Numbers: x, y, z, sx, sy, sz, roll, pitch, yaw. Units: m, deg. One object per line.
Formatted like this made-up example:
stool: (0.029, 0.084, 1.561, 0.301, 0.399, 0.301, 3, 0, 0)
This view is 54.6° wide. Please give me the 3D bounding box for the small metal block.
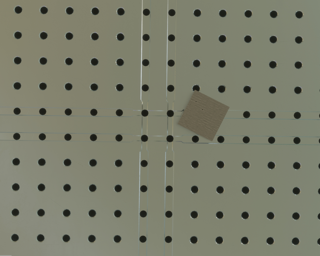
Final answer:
small metal block: (0.057, -0.016, 0.414, 0.050, 0.025, 0.050, 27, 90, 0)
